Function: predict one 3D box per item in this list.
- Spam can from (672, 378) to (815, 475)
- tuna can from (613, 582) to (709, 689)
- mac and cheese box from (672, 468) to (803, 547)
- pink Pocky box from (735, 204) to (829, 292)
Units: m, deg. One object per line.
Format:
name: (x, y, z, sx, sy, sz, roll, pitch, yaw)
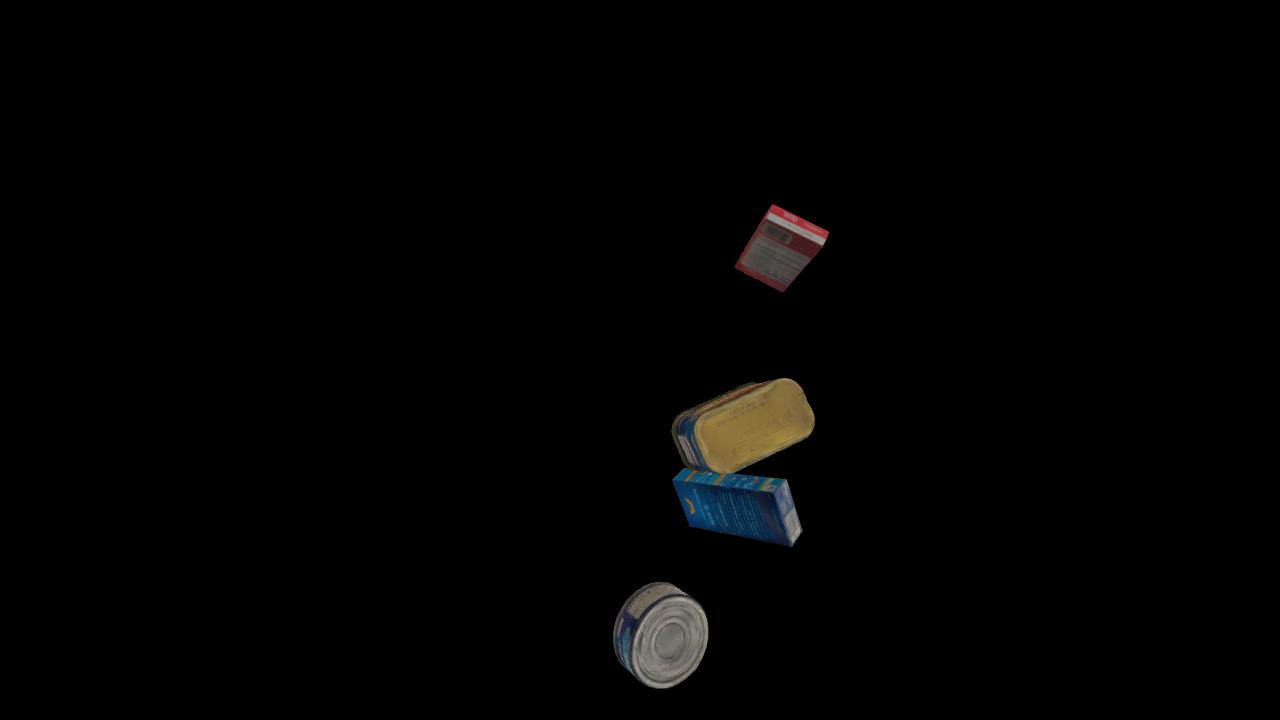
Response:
Spam can: (0.085, 0.056, 0.519, 0.101, 0.058, 0.085, -24, -2, -9)
tuna can: (0.020, 0.247, 0.552, 0.084, 0.084, 0.034, 0, 2, -29)
mac and cheese box: (0.139, 0.212, 0.901, 0.184, 0.093, 0.041, -2, 27, 45)
pink Pocky box: (0.192, -0.151, 0.854, 0.084, 0.029, 0.155, 27, -17, 2)
